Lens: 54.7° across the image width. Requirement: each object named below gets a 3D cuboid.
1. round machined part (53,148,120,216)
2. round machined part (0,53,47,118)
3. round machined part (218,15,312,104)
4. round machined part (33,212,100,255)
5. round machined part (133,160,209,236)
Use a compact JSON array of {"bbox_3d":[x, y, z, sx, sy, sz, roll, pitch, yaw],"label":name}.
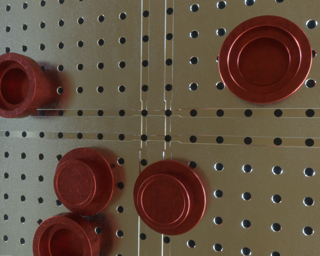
[{"bbox_3d":[-0.111,0.077,0.441,0.098,0.042,0.097,0,90,19],"label":"round machined part"},{"bbox_3d":[-0.217,-0.063,0.478,0.098,0.042,0.097,0,90,19],"label":"round machined part"},{"bbox_3d":[0.121,-0.076,0.361,0.098,0.042,0.097,0,90,19],"label":"round machined part"},{"bbox_3d":[-0.130,0.170,0.448,0.098,0.042,0.097,0,90,19],"label":"round machined part"},{"bbox_3d":[0.010,0.090,0.399,0.098,0.042,0.097,0,90,19],"label":"round machined part"}]
